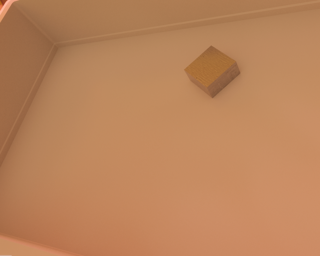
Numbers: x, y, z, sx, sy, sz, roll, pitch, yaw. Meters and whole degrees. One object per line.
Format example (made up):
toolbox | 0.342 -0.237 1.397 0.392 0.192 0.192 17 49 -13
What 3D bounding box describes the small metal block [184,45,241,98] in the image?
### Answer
small metal block | 0.070 -0.076 0.417 0.050 0.025 0.050 -42 51 -1
